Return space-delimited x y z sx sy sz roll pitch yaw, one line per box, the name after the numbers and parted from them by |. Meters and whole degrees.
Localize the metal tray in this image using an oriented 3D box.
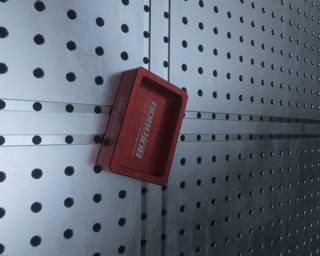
-0.018 0.000 0.392 0.090 0.030 0.130 24 75 -38 | metal tray
